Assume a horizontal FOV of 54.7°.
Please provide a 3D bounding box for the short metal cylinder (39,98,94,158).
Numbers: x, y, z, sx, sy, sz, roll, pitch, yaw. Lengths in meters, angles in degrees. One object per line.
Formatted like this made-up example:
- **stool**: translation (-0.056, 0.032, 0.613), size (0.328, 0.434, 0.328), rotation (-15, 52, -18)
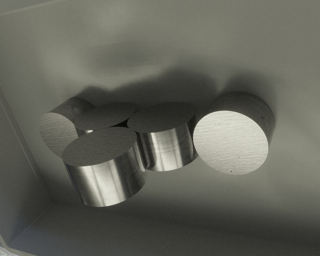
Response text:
- **short metal cylinder**: translation (-0.130, 0.002, 0.460), size (0.080, 0.050, 0.079), rotation (13, 124, 21)

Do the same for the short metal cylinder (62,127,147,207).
- **short metal cylinder**: translation (-0.059, 0.039, 0.338), size (0.080, 0.080, 0.050), rotation (2, 119, 27)

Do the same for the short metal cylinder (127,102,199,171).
- **short metal cylinder**: translation (0.006, 0.008, 0.373), size (0.080, 0.080, 0.050), rotation (2, 119, 27)

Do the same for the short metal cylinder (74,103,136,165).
- **short metal cylinder**: translation (-0.066, 0.006, 0.409), size (0.080, 0.080, 0.050), rotation (2, 119, 27)

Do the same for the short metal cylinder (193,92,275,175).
- **short metal cylinder**: translation (0.084, 0.005, 0.349), size (0.080, 0.050, 0.079), rotation (13, 124, 21)
